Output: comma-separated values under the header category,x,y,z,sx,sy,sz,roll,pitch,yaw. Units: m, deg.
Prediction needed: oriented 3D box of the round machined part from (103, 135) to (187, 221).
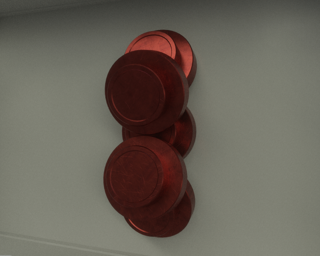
category,x,y,z,sx,sy,sz,roll,pitch,yaw
round machined part,-0.022,0.056,0.353,0.098,0.042,0.098,-4,78,19

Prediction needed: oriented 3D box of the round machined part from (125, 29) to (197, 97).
category,x,y,z,sx,sy,sz,roll,pitch,yaw
round machined part,-0.006,-0.082,0.390,0.098,0.042,0.098,-5,72,18

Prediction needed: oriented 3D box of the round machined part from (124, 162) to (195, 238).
category,x,y,z,sx,sy,sz,roll,pitch,yaw
round machined part,-0.009,0.095,0.388,0.098,0.042,0.097,5,107,18

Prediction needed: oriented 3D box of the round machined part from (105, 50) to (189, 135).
category,x,y,z,sx,sy,sz,roll,pitch,yaw
round machined part,-0.020,-0.039,0.352,0.098,0.042,0.097,5,104,19

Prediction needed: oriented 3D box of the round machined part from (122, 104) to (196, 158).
category,x,y,z,sx,sy,sz,roll,pitch,yaw
round machined part,-0.006,0.004,0.402,0.098,0.042,0.097,0,89,20
